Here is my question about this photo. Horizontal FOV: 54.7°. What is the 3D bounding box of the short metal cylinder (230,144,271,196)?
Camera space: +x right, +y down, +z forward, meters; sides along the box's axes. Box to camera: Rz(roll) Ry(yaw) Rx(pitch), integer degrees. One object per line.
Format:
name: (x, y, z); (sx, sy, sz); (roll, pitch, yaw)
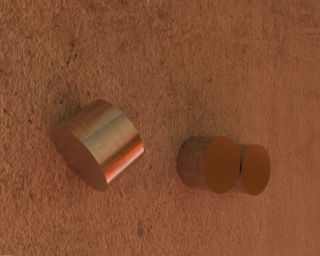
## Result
short metal cylinder: (0.135, 0.065, 0.501); (0.081, 0.050, 0.080); (0, 90, -40)

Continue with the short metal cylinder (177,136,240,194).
short metal cylinder: (0.071, 0.051, 0.448); (0.081, 0.050, 0.080); (0, 90, -40)

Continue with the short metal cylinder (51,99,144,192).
short metal cylinder: (-0.063, 0.018, 0.316); (0.050, 0.080, 0.080); (-41, 115, -32)
